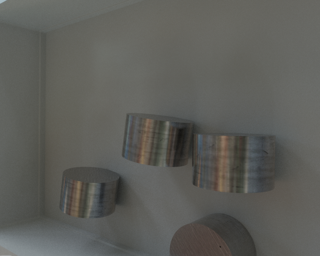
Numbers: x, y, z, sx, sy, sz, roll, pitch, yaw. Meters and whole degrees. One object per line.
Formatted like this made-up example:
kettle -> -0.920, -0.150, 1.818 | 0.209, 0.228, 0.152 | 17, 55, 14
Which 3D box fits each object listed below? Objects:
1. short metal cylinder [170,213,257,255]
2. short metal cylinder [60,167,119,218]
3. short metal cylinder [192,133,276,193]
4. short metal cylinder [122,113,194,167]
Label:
short metal cylinder -> 0.058, 0.140, 0.342 | 0.080, 0.050, 0.079 | 0, 90, 39
short metal cylinder -> -0.103, 0.092, 0.453 | 0.080, 0.081, 0.050 | 13, 98, 39
short metal cylinder -> 0.073, 0.031, 0.310 | 0.080, 0.081, 0.050 | 2, 91, 39
short metal cylinder -> -0.003, 0.012, 0.372 | 0.080, 0.081, 0.050 | 12, 98, 39
